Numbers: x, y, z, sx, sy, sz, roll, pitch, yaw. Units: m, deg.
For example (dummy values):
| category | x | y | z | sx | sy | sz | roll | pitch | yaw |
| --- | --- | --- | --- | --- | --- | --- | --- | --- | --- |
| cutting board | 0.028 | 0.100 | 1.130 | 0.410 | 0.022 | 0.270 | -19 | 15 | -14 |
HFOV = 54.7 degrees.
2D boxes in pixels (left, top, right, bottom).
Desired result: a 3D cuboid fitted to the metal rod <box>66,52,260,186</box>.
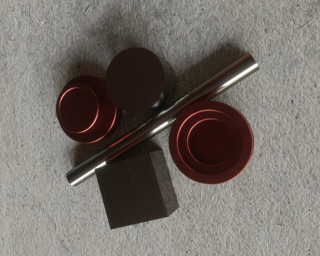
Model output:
| category | x | y | z | sx | sy | sz | roll | pitch | yaw |
| --- | --- | --- | --- | --- | --- | --- | --- | --- | --- |
| metal rod | -0.008 | -0.003 | 0.414 | 0.300 | 0.025 | 0.025 | -33 | 80 | 16 |

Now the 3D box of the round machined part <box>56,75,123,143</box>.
| category | x | y | z | sx | sy | sz | roll | pitch | yaw |
| --- | --- | --- | --- | --- | --- | --- | --- | --- | --- |
| round machined part | -0.106 | -0.027 | 0.438 | 0.098 | 0.042 | 0.097 | 0 | 90 | 20 |

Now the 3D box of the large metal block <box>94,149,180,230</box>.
| category | x | y | z | sx | sy | sz | roll | pitch | yaw |
| --- | --- | --- | --- | --- | --- | --- | --- | --- | --- |
| large metal block | -0.029 | 0.079 | 0.408 | 0.080 | 0.050 | 0.080 | -18 | 84 | 19 |

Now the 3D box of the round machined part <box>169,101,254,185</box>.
| category | x | y | z | sx | sy | sz | roll | pitch | yaw |
| --- | --- | --- | --- | --- | --- | --- | --- | --- | --- |
| round machined part | 0.064 | 0.017 | 0.378 | 0.098 | 0.042 | 0.097 | 0 | 90 | 20 |

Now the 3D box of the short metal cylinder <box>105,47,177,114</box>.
| category | x | y | z | sx | sy | sz | roll | pitch | yaw |
| --- | --- | --- | --- | --- | --- | --- | --- | --- | --- |
| short metal cylinder | -0.023 | -0.060 | 0.405 | 0.080 | 0.050 | 0.079 | 0 | 90 | 20 |
